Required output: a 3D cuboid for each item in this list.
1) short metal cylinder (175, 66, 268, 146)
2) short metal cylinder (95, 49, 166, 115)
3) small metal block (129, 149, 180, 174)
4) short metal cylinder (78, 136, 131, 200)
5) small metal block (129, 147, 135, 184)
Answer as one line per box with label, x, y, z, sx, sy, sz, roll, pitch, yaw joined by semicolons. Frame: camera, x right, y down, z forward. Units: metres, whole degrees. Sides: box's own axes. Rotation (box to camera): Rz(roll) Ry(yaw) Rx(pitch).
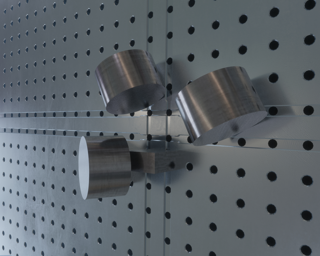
short metal cylinder;0.062;-0.020;0.322;0.080;0.081;0.050;-33;70;35
short metal cylinder;-0.039;-0.058;0.406;0.080;0.081;0.050;-33;70;35
small metal block;-0.009;0.042;0.401;0.050;0.050;0.025;0;90;40
short metal cylinder;-0.074;0.050;0.401;0.080;0.050;0.079;180;90;-67
small metal block;-0.062;0.051;0.460;0.050;0.025;0.050;26;106;37
